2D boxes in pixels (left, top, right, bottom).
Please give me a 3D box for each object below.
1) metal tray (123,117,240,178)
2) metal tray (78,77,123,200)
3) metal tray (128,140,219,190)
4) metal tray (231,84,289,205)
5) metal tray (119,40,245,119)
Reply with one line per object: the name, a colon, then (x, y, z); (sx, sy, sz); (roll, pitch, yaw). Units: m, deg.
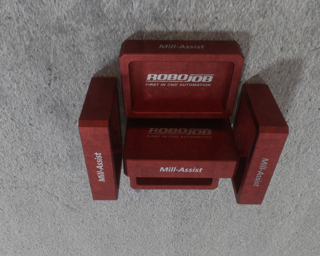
metal tray: (0.024, 0.017, 0.383); (0.131, 0.090, 0.030); (1, 131, -1)
metal tray: (-0.067, 0.015, 0.378); (0.030, 0.090, 0.129); (1, 131, -1)
metal tray: (0.021, 0.049, 0.449); (0.131, 0.030, 0.089); (0, 129, -1)
metal tray: (0.114, 0.022, 0.385); (0.030, 0.090, 0.129); (1, 130, -1)
metal tray: (0.023, -0.054, 0.360); (0.131, 0.030, 0.089); (0, 133, -1)
